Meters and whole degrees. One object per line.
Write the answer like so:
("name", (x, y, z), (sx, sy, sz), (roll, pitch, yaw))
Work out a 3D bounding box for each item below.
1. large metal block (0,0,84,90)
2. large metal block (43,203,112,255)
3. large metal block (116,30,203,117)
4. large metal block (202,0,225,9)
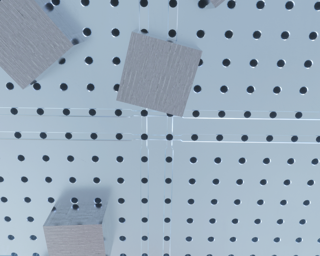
("large metal block", (-0.151, -0.105, 0.360), (0.080, 0.050, 0.080), (-37, 106, 12))
("large metal block", (-0.118, 0.161, 0.458), (0.080, 0.050, 0.079), (-2, 110, 0))
("large metal block", (-0.002, -0.067, 0.375), (0.080, 0.050, 0.079), (14, 110, -5))
("large metal block", (0.064, -0.188, 0.331), (0.080, 0.050, 0.080), (-37, 106, 12))
